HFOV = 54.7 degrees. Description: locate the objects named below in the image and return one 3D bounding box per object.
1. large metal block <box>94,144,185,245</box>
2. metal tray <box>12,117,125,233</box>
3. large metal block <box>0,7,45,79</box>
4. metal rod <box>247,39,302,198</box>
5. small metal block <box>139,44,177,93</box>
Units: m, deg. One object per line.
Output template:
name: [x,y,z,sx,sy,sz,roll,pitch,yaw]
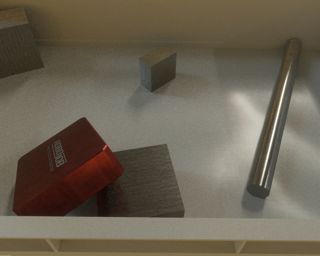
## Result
large metal block: [-0.024,0.069,0.331,0.081,0.050,0.080,-9,51,-8]
metal tray: [-0.097,0.037,0.314,0.090,0.030,0.130,-35,24,-11]
large metal block: [-0.234,-0.128,0.474,0.081,0.080,0.050,-19,53,-16]
metal rod: [0.169,-0.035,0.436,0.025,0.025,0.301,18,52,14]
small metal block: [-0.003,-0.089,0.464,0.050,0.050,0.025,-35,59,-26]
